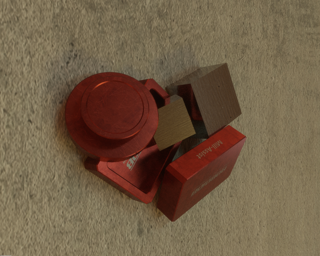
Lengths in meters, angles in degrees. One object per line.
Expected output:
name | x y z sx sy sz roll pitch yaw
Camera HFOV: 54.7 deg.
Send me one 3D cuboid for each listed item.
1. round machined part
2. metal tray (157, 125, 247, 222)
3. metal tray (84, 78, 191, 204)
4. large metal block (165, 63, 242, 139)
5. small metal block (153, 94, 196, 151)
round machined part | -0.049 -0.016 0.327 0.099 0.042 0.098 4 72 -14
metal tray | 0.057 0.060 0.421 0.131 0.030 0.089 -29 144 -36
metal tray | -0.021 0.015 0.384 0.090 0.030 0.130 42 64 -32
large metal block | 0.064 -0.039 0.444 0.081 0.050 0.080 -34 111 -35
small metal block | 0.010 -0.007 0.385 0.050 0.025 0.050 -26 111 -8
